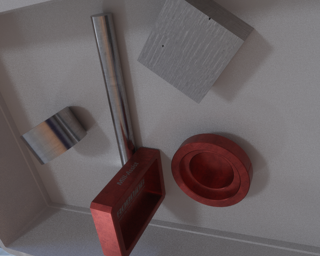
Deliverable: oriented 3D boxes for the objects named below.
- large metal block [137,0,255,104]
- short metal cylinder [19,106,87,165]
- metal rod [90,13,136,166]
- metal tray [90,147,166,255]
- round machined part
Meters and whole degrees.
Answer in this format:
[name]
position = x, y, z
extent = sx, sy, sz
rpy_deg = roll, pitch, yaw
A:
[large metal block]
position = 0.035, -0.086, 0.320
extent = 0.080, 0.050, 0.079
rpy_deg = 36, 129, 4
[short metal cylinder]
position = -0.157, 0.010, 0.460
extent = 0.080, 0.080, 0.050
rpy_deg = -23, 106, 36
[metal rod]
position = -0.052, -0.002, 0.432
extent = 0.025, 0.025, 0.298
rpy_deg = 7, 122, 24
[metal tray]
position = -0.036, 0.097, 0.418
extent = 0.030, 0.131, 0.089
rpy_deg = 7, 121, 24
[round machined part]
position = 0.068, 0.049, 0.391
extent = 0.098, 0.042, 0.097
rpy_deg = 13, 124, 20
